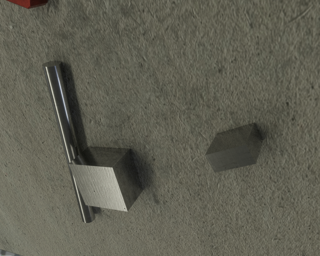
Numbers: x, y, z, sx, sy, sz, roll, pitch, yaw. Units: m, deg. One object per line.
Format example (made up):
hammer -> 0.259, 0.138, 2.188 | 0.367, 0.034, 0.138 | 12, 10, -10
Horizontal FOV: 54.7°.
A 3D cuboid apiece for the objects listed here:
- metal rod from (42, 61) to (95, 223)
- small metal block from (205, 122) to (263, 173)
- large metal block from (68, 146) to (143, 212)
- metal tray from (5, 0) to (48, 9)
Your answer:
metal rod -> -0.142, 0.040, 0.503 | 0.025, 0.025, 0.298 | 10, 123, 22
small metal block -> 0.087, 0.022, 0.358 | 0.050, 0.050, 0.025 | -19, 108, 35
large metal block -> -0.082, 0.077, 0.479 | 0.080, 0.050, 0.080 | 0, 119, 27
metal tray -> -0.178, -0.218, 0.360 | 0.090, 0.030, 0.129 | 24, 127, 13
